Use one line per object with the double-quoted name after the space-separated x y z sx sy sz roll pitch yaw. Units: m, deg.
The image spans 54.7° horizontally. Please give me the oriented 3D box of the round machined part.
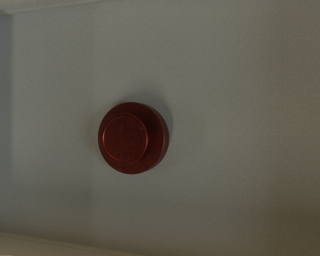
-0.041 0.014 0.415 0.098 0.042 0.097 0 90 19 "round machined part"
